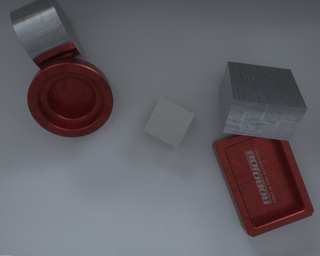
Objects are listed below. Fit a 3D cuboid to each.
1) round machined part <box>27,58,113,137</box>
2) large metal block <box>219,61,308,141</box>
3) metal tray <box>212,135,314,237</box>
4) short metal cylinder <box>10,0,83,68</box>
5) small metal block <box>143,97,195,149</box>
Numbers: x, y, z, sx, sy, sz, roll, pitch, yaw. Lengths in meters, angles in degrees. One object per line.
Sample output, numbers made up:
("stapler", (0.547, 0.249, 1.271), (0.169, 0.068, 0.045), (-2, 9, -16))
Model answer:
("round machined part", (-0.110, -0.040, 0.387), (0.099, 0.042, 0.097), (-6, 120, -10))
("large metal block", (0.120, -0.034, 0.379), (0.081, 0.080, 0.050), (7, 133, -1))
("metal tray", (0.134, 0.065, 0.410), (0.090, 0.030, 0.129), (-20, 90, -1))
("short metal cylinder", (-0.136, -0.116, 0.382), (0.050, 0.080, 0.080), (-25, 90, 0))
("small metal block", (0.012, -0.007, 0.412), (0.050, 0.025, 0.050), (28, 90, -1))
